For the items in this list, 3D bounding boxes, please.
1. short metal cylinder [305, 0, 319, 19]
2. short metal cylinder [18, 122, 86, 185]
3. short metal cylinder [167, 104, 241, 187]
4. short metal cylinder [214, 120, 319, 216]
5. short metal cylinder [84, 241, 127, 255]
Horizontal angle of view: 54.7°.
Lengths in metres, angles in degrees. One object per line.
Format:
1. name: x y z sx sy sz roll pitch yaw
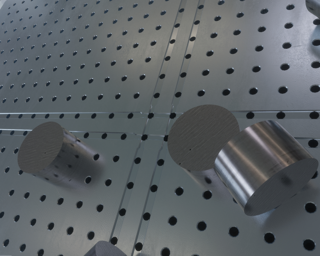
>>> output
1. short metal cylinder: 0.218 -0.157 0.354 0.080 0.080 0.050 -34 51 6
2. short metal cylinder: -0.157 0.037 0.452 0.080 0.050 0.080 -13 56 21
3. short metal cylinder: 0.055 0.020 0.351 0.080 0.050 0.080 -13 56 21
4. short metal cylinder: 0.100 0.039 0.297 0.080 0.080 0.050 -36 51 4
5. short metal cylinder: -0.052 0.159 0.303 0.050 0.080 0.080 -44 51 -2
